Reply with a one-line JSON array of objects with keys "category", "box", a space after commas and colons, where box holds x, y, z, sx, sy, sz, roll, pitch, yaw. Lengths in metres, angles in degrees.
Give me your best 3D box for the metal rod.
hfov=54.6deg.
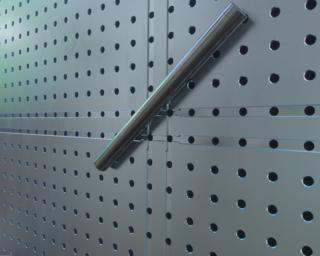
[{"category": "metal rod", "box": [-0.003, -0.036, 0.412, 0.299, 0.025, 0.025, -46, 63, 30]}]
